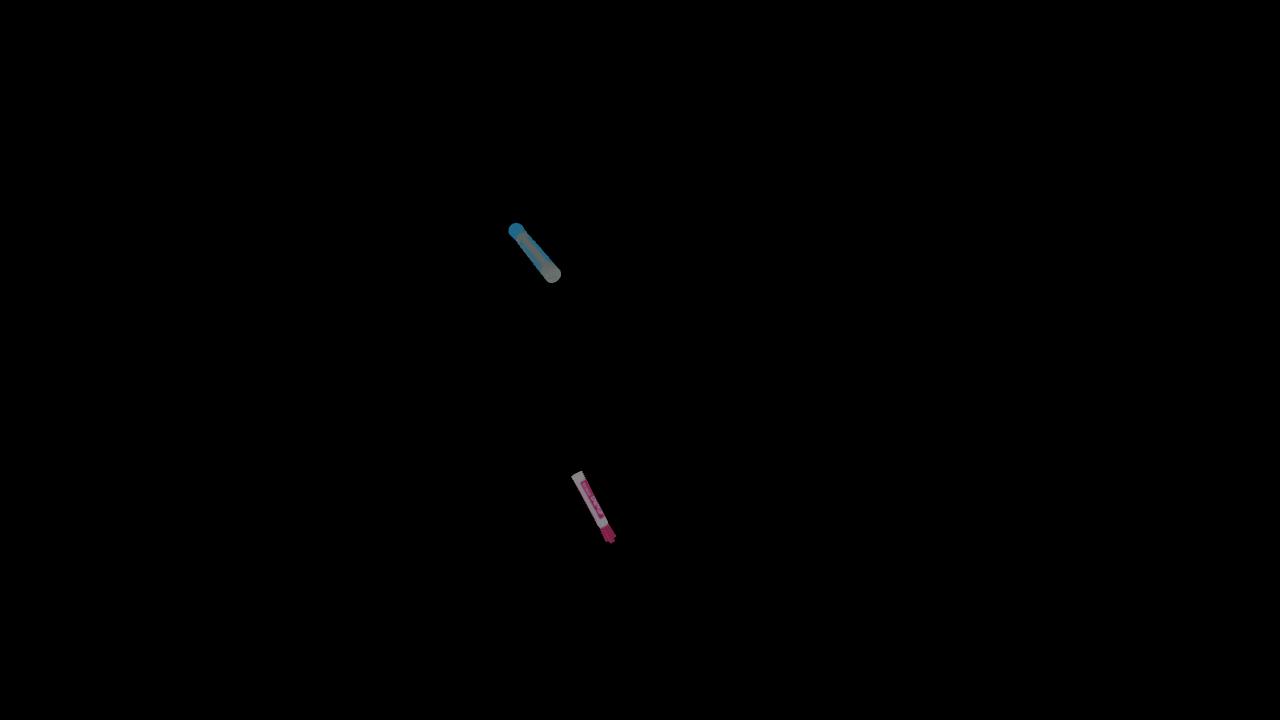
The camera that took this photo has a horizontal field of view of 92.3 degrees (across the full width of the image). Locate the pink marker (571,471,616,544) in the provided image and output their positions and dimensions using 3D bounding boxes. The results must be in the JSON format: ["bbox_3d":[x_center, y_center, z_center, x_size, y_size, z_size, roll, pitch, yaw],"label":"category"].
[{"bbox_3d":[-0.071,0.231,0.960,0.020,0.121,0.020,-28,-3,-2],"label":"pink marker"}]

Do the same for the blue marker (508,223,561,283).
[{"bbox_3d":[-0.123,-0.126,0.707,0.020,0.020,0.121,0,35,-37],"label":"blue marker"}]
